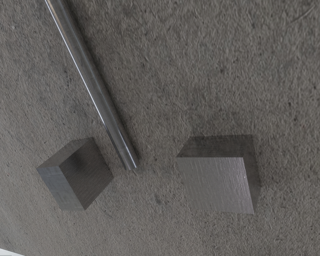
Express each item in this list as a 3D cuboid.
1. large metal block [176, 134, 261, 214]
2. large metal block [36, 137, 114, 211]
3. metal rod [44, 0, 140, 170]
[{"bbox_3d":[0.075,0.056,0.386,0.080,0.050,0.080,-3,117,29],"label":"large metal block"},{"bbox_3d":[-0.129,0.071,0.483,0.050,0.080,0.080,-10,113,32],"label":"large metal block"},{"bbox_3d":[-0.094,-0.073,0.410,0.025,0.025,0.299,-9,114,32],"label":"metal rod"}]
